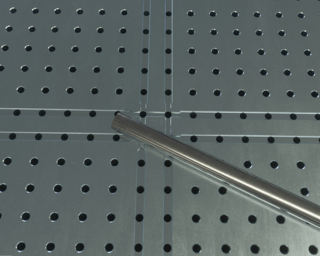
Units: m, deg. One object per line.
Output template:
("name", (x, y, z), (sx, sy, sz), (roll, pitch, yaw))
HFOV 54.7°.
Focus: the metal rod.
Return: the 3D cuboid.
("metal rod", (0.076, 0.053, 0.393), (0.301, 0.025, 0.025), (25, 72, 8))
